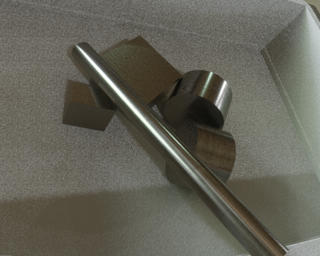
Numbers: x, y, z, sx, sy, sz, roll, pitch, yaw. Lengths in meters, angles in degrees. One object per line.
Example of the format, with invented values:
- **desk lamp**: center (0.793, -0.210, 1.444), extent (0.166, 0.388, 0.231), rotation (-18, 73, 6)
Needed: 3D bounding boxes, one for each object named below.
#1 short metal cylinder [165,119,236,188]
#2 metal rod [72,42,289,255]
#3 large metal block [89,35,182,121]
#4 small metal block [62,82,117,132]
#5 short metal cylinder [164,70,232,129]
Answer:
- **short metal cylinder**: center (0.047, 0.034, 0.376), extent (0.050, 0.080, 0.080), rotation (18, 55, -18)
- **metal rod**: center (-0.002, 0.005, 0.305), extent (0.025, 0.025, 0.300), rotation (-22, 56, -36)
- **large metal block**: center (-0.032, -0.066, 0.414), extent (0.080, 0.050, 0.080), rotation (44, 51, 2)
- **small metal block**: center (-0.082, -0.023, 0.360), extent (0.050, 0.050, 0.025), rotation (12, 57, -22)
- **short metal cylinder**: center (0.053, -0.031, 0.420), extent (0.080, 0.080, 0.050), rotation (33, 51, -8)
